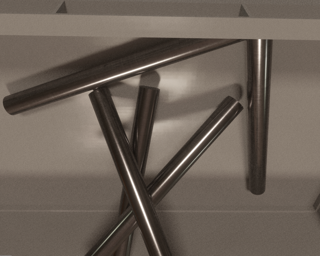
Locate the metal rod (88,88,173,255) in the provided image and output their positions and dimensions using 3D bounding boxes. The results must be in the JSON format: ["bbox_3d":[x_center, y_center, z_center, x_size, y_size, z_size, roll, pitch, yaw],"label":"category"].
[{"bbox_3d":[-0.019,0.094,0.359,0.025,0.025,0.299,-24,83,18],"label":"metal rod"}]

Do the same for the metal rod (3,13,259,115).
[{"bbox_3d":[-0.043,-0.067,0.350,0.301,0.025,0.025,-16,129,12],"label":"metal rod"}]

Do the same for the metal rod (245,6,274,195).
[{"bbox_3d":[0.123,-0.005,0.388,0.025,0.025,0.299,-10,135,8],"label":"metal rod"}]

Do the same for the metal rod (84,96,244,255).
[{"bbox_3d":[-0.006,0.079,0.385,0.300,0.025,0.025,-48,120,0],"label":"metal rod"}]

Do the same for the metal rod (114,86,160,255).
[{"bbox_3d":[-0.039,0.094,0.407,0.025,0.025,0.298,9,104,-8],"label":"metal rod"}]
